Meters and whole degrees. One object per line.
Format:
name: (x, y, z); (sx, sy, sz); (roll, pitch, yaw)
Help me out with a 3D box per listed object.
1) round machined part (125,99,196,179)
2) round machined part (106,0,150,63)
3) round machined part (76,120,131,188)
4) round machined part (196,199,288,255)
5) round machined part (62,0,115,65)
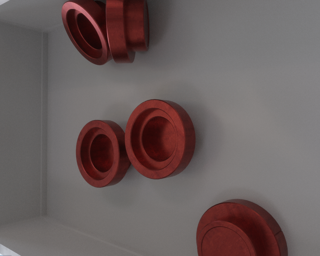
round machined part: (0.005, 0.013, 0.392); (0.098, 0.042, 0.097); (0, 90, 40)
round machined part: (-0.038, -0.134, 0.403); (0.042, 0.098, 0.097); (0, 90, 4)
round machined part: (-0.078, 0.037, 0.461); (0.098, 0.042, 0.097); (0, 90, 40)
round machined part: (0.079, 0.129, 0.330); (0.098, 0.042, 0.097); (0, 90, 40)
round machined part: (-0.095, -0.145, 0.453); (0.098, 0.042, 0.097); (34, 149, 25)
